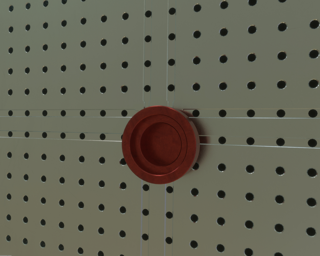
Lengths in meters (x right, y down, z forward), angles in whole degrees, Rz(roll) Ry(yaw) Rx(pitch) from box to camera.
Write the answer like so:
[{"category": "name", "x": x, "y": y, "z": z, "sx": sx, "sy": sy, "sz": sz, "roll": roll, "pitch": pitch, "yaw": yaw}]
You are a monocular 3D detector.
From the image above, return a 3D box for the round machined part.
[{"category": "round machined part", "x": 0.004, "y": 0.021, "z": 0.403, "sx": 0.098, "sy": 0.042, "sz": 0.097, "roll": 0, "pitch": 90, "yaw": 20}]
